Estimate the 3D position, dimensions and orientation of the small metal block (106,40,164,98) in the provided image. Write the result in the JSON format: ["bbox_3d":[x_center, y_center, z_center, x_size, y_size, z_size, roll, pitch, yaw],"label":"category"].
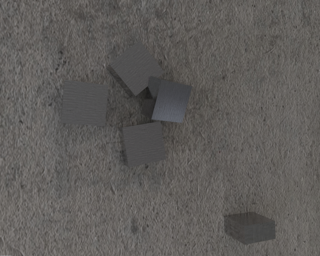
[{"bbox_3d":[-0.032,-0.075,0.397,0.050,0.025,0.050,-43,104,-15],"label":"small metal block"}]

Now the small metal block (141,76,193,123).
[{"bbox_3d":[0.009,-0.036,0.398,0.050,0.025,0.050,6,105,-38],"label":"small metal block"}]

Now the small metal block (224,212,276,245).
[{"bbox_3d":[0.127,0.142,0.443,0.050,0.050,0.025,-2,91,-20],"label":"small metal block"}]

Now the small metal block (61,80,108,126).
[{"bbox_3d":[-0.092,-0.029,0.375,0.050,0.025,0.050,5,88,-20],"label":"small metal block"}]

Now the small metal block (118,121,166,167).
[{"bbox_3d":[-0.023,0.020,0.400,0.050,0.025,0.050,-10,94,-20],"label":"small metal block"}]
